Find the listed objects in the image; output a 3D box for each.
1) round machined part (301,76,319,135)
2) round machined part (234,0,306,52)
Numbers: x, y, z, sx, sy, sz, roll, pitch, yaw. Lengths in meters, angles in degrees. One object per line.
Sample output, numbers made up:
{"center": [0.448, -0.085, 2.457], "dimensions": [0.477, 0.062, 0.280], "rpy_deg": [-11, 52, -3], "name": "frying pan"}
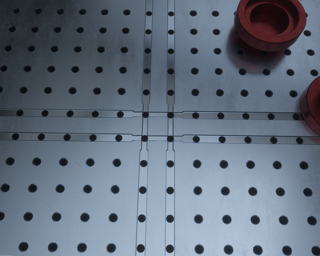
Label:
{"center": [0.247, -0.033, 0.416], "dimensions": [0.099, 0.042, 0.098], "rpy_deg": [0, 70, 0], "name": "round machined part"}
{"center": [0.159, -0.155, 0.460], "dimensions": [0.099, 0.042, 0.098], "rpy_deg": [0, 70, 0], "name": "round machined part"}
